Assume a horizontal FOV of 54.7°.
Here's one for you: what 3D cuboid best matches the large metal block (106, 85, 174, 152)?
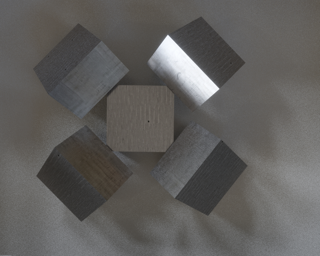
[{"bbox_3d":[-0.023,-0.011,0.396,0.081,0.050,0.080,1,90,0],"label":"large metal block"}]

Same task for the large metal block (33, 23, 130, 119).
[{"bbox_3d":[-0.097,-0.070,0.373,0.080,0.080,0.050,-46,134,0],"label":"large metal block"}]

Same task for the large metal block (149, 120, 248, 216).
[{"bbox_3d":[0.049,0.050,0.376,0.080,0.050,0.080,-52,135,-1],"label":"large metal block"}]

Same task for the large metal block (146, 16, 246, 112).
[{"bbox_3d":[0.045,-0.079,0.377,0.080,0.050,0.080,47,47,0],"label":"large metal block"}]

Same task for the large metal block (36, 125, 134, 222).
[{"bbox_3d":[-0.093,0.057,0.376,0.080,0.050,0.080,46,134,-1],"label":"large metal block"}]
